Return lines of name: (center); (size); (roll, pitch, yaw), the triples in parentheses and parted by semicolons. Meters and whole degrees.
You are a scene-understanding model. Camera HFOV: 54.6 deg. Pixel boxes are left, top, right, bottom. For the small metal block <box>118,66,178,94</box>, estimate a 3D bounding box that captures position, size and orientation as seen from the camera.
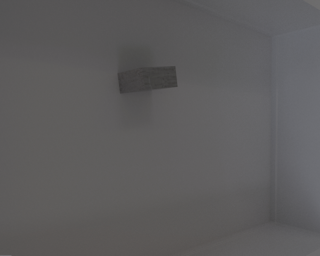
small metal block: (-0.015, -0.058, 0.376); (0.050, 0.050, 0.025); (-12, 98, -39)
